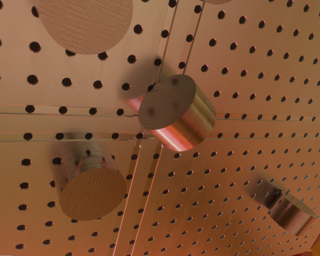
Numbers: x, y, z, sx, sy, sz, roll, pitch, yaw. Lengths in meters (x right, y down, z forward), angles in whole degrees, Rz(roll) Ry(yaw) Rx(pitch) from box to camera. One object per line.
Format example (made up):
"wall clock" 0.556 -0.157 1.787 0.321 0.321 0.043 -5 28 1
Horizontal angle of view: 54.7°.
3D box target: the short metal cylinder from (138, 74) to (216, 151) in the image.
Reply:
"short metal cylinder" 0.021 -0.018 0.377 0.080 0.080 0.050 -44 130 2

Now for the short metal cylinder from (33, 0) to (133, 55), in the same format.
"short metal cylinder" -0.072 -0.114 0.286 0.081 0.050 0.079 -14 125 -21

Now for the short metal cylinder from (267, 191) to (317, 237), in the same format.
"short metal cylinder" 0.269 0.174 0.634 0.080 0.080 0.050 21 107 -37

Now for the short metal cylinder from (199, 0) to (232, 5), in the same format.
"short metal cylinder" 0.051 -0.173 0.317 0.081 0.050 0.079 -14 125 -21

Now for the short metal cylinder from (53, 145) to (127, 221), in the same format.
"short metal cylinder" -0.089 0.069 0.390 0.081 0.050 0.079 -14 124 -21
